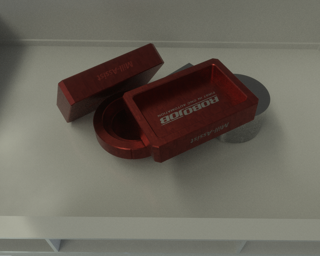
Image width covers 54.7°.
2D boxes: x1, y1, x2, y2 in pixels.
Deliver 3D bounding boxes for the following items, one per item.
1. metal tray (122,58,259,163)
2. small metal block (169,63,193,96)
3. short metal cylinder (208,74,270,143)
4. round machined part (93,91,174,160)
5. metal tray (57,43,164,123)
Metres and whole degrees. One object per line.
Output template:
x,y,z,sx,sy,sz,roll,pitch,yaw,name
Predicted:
0.034,-0.025,0.359,0.131,0.030,0.090,-24,53,-14,metal tray
0.031,-0.055,0.433,0.050,0.050,0.025,-35,59,-28,small metal block
0.098,-0.027,0.410,0.081,0.050,0.080,0,50,0,short metal cylinder
-0.032,0.000,0.393,0.099,0.042,0.098,0,50,0,round machined part
-0.067,-0.058,0.406,0.131,0.090,0.030,-29,88,-23,metal tray
